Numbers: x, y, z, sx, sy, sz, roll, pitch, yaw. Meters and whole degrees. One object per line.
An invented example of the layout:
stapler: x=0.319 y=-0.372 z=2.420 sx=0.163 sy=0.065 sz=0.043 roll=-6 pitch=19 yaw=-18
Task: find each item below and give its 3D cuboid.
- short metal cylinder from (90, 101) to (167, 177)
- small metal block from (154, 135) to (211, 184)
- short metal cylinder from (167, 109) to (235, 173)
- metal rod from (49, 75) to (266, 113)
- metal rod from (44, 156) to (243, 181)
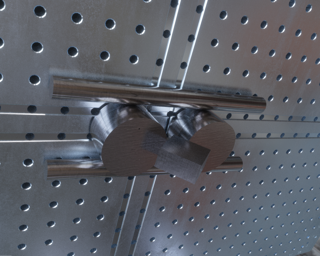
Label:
short metal cylinder: x=-0.039 y=0.012 z=0.377 sx=0.081 sy=0.050 sz=0.079 roll=-14 pitch=124 yaw=-21
small metal block: x=0.028 y=0.036 z=0.368 sx=0.050 sy=0.050 sz=0.025 roll=-40 pitch=149 yaw=-64
short metal cylinder: x=0.057 y=0.015 z=0.431 sx=0.081 sy=0.050 sz=0.079 roll=-14 pitch=124 yaw=-21
metal rod: x=0.019 y=-0.038 z=0.394 sx=0.303 sy=0.025 sz=0.025 roll=2 pitch=118 yaw=-29
metal rod: x=-0.003 y=0.054 z=0.439 sx=0.303 sy=0.025 sz=0.025 roll=2 pitch=118 yaw=-30
